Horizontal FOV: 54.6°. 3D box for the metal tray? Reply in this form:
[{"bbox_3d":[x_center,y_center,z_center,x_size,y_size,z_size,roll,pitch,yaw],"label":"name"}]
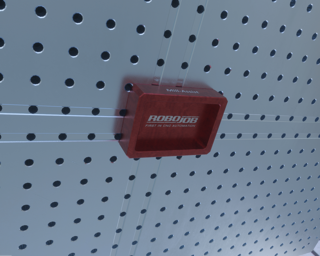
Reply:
[{"bbox_3d":[0.019,-0.007,0.412,0.131,0.030,0.089,0,118,-29],"label":"metal tray"}]
